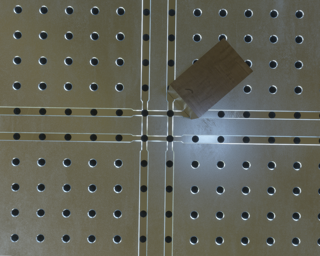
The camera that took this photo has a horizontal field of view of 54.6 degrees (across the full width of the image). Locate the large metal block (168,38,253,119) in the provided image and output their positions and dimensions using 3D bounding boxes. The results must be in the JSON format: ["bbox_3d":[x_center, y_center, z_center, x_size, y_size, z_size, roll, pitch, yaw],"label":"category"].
[{"bbox_3d":[0.058,-0.056,0.386,0.080,0.080,0.050,-41,90,0],"label":"large metal block"}]
